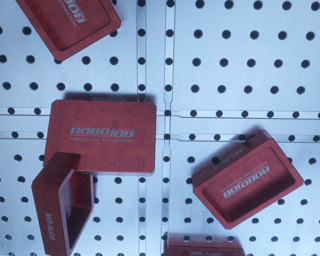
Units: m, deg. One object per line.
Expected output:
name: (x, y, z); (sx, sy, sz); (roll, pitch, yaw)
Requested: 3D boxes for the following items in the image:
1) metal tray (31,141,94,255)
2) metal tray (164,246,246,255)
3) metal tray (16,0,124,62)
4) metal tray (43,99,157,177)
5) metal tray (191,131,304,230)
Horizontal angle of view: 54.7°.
metal tray: (-0.116, 0.089, 0.392); (0.030, 0.090, 0.129); (11, 125, 7)
metal tray: (0.070, 0.239, 0.499); (0.131, 0.030, 0.089); (3, 110, -2)
metal tray: (-0.113, -0.154, 0.352); (0.090, 0.030, 0.130); (-28, 108, 9)
metal tray: (-0.071, 0.013, 0.388); (0.131, 0.030, 0.090); (2, 72, -1)
metal tray: (0.122, 0.076, 0.440); (0.130, 0.030, 0.090); (-37, 107, 12)
